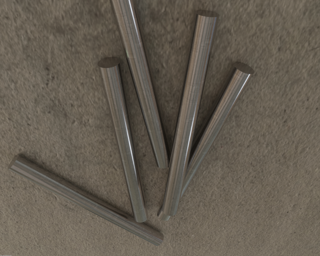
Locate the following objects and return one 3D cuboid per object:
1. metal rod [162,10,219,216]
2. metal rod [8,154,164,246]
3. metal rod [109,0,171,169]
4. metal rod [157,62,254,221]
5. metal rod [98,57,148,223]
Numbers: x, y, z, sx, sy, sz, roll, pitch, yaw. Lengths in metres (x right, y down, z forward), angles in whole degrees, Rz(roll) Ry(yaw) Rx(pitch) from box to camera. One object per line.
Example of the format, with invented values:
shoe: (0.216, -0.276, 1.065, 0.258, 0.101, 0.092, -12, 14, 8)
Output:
metal rod: (0.031, 0.006, 0.396, 0.025, 0.025, 0.298, 4, 125, -4)
metal rod: (-0.106, 0.130, 0.516, 0.025, 0.025, 0.301, -37, 122, 26)
metal rod: (-0.021, -0.062, 0.353, 0.025, 0.025, 0.298, -8, 130, 6)
metal rod: (0.051, 0.041, 0.442, 0.025, 0.025, 0.298, 13, 129, -11)
metal rod: (-0.045, 0.040, 0.440, 0.025, 0.025, 0.298, -4, 130, 3)
